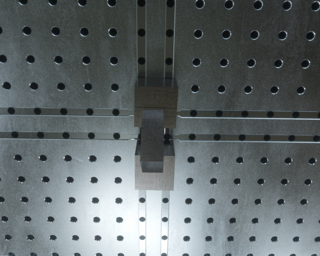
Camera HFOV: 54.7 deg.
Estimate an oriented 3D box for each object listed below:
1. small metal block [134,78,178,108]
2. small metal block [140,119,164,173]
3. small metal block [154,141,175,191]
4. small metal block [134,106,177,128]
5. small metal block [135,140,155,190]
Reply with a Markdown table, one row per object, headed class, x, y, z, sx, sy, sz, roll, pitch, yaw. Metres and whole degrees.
| class | x | y | z | sx | sy | sz | roll | pitch | yaw |
| --- | --- | --- | --- | --- | --- | --- | --- | --- | --- |
| small metal block | -0.005 | -0.044 | 0.383 | 0.050 | 0.050 | 0.025 | 2 | 110 | -1 |
| small metal block | -0.008 | 0.022 | 0.364 | 0.025 | 0.050 | 0.050 | 1 | 68 | 0 |
| small metal block | 0.006 | 0.049 | 0.417 | 0.025 | 0.050 | 0.050 | 1 | 110 | -1 |
| small metal block | -0.006 | -0.021 | 0.392 | 0.050 | 0.050 | 0.025 | 2 | 110 | -1 |
| small metal block | -0.020 | 0.049 | 0.418 | 0.025 | 0.050 | 0.050 | 1 | 110 | -1 |
